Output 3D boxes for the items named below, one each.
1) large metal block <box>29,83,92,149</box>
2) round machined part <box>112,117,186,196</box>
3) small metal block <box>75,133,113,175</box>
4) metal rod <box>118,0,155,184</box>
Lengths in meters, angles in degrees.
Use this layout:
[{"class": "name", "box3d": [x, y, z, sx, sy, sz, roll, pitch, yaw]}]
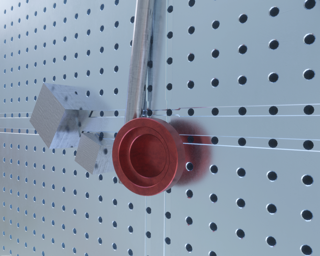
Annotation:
[{"class": "large metal block", "box3d": [-0.174, -0.021, 0.537, 0.080, 0.050, 0.080, 44, 116, 31]}, {"class": "round machined part", "box3d": [-0.011, 0.035, 0.401, 0.098, 0.042, 0.097, 1, 92, 31]}, {"class": "small metal block", "box3d": [-0.108, 0.040, 0.498, 0.050, 0.025, 0.050, 28, 107, 36]}, {"class": "metal rod", "box3d": [-0.032, -0.068, 0.435, 0.025, 0.025, 0.298, 11, 97, 39]}]
